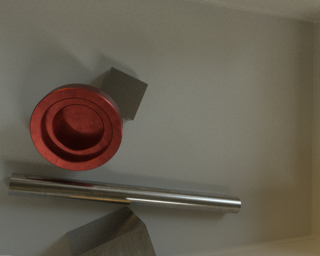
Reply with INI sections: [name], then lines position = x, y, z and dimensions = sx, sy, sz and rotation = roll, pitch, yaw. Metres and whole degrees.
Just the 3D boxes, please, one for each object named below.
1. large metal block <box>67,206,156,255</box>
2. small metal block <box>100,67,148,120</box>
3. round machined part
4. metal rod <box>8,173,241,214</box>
[large metal block]
position = -0.058, 0.140, 0.361
dimensions = 0.081, 0.080, 0.050
rotation = -20, 97, -19
[small metal block]
position = -0.050, -0.042, 0.393
dimensions = 0.050, 0.025, 0.050
rotation = 24, 82, -19
[round machined part]
position = -0.092, -0.003, 0.355
dimensions = 0.099, 0.042, 0.097
rotation = -2, 111, -5
[metal rod]
position = -0.029, 0.088, 0.400
dimensions = 0.302, 0.025, 0.025
rotation = 10, 87, -20
